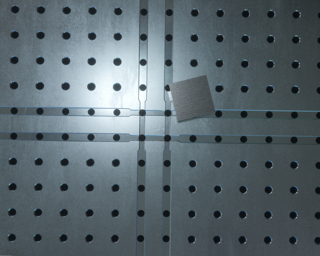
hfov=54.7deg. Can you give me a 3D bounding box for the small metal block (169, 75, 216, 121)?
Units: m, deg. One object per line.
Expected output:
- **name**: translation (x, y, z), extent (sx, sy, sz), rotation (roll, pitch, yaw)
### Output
- **small metal block**: translation (0.042, -0.039, 0.414), extent (0.050, 0.025, 0.050), rotation (-14, 90, -1)
